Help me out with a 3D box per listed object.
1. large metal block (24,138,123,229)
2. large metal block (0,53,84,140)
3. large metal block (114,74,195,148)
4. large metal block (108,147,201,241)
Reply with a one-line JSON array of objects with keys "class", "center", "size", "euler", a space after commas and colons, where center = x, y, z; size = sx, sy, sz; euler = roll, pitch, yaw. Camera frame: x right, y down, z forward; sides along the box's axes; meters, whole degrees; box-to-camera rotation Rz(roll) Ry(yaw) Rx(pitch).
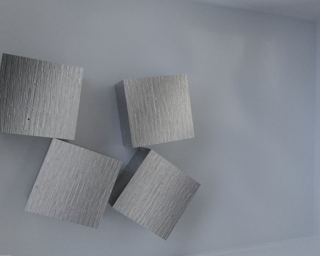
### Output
[{"class": "large metal block", "center": [-0.100, 0.061, 0.360], "size": [0.080, 0.050, 0.080], "euler": [22, 83, -19]}, {"class": "large metal block", "center": [-0.134, -0.031, 0.348], "size": [0.081, 0.050, 0.080], "euler": [8, 87, -20]}, {"class": "large metal block", "center": [-0.008, -0.022, 0.394], "size": [0.081, 0.050, 0.080], "euler": [-9, 93, -20]}, {"class": "large metal block", "center": [-0.010, 0.080, 0.394], "size": [0.080, 0.050, 0.080], "euler": [37, 78, -16]}]
